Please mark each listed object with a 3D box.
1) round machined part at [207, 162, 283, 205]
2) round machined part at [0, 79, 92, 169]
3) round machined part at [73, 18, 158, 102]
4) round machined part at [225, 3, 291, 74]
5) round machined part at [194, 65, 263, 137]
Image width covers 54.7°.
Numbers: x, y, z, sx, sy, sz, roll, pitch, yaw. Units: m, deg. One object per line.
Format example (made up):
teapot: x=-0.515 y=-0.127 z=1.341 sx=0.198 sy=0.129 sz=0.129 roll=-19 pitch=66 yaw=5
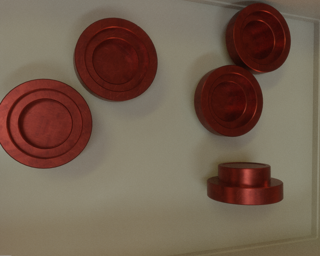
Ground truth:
round machined part: x=0.113 y=0.070 z=0.415 sx=0.099 sy=0.098 sz=0.042 roll=-1 pitch=91 yaw=-20
round machined part: x=-0.130 y=-0.005 z=0.354 sx=0.099 sy=0.042 sz=0.097 roll=0 pitch=90 yaw=-21
round machined part: x=-0.056 y=-0.081 z=0.381 sx=0.099 sy=0.042 sz=0.097 roll=0 pitch=90 yaw=-21
round machined part: x=0.138 y=-0.127 z=0.454 sx=0.099 sy=0.042 sz=0.097 roll=0 pitch=90 yaw=-21
round machined part: x=0.092 y=-0.037 z=0.437 sx=0.099 sy=0.042 sz=0.097 roll=0 pitch=90 yaw=-21
